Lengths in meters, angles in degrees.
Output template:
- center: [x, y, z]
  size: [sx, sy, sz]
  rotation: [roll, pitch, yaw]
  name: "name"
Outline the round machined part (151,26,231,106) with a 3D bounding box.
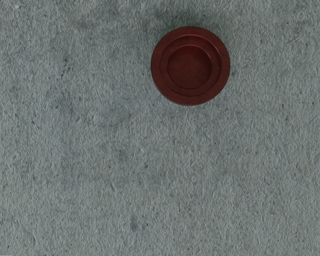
- center: [0.038, -0.077, 0.402]
  size: [0.099, 0.042, 0.097]
  rotation: [0, 90, 0]
  name: "round machined part"
